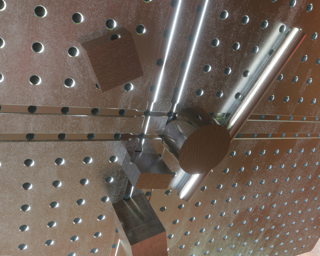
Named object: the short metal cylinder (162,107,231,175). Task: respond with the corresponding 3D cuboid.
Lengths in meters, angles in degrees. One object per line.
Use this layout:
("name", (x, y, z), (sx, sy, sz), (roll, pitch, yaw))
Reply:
("short metal cylinder", (0.050, 0.018, 0.433), (0.081, 0.050, 0.079), (-14, 124, -21))

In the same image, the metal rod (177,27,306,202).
("metal rod", (0.115, -0.012, 0.466), (0.025, 0.025, 0.299), (22, 106, -36))

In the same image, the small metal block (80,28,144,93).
("small metal block", (-0.051, -0.074, 0.337), (0.050, 0.025, 0.050), (-25, 128, -13))

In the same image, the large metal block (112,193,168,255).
("large metal block", (-0.029, 0.158, 0.457), (0.050, 0.080, 0.079), (-17, 125, -19))

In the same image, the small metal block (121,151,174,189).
("small metal block", (-0.018, 0.057, 0.421), (0.050, 0.050, 0.025), (8, 114, -32))
